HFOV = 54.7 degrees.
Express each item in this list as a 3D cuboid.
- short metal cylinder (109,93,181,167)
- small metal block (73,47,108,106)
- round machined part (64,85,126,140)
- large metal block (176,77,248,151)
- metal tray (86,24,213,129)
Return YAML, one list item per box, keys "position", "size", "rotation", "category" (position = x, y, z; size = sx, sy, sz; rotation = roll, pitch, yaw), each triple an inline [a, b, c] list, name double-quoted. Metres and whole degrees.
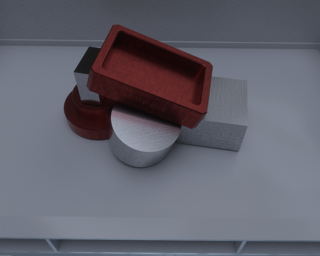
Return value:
- position: [-0.020, 0.001, 0.371]
  size: [0.081, 0.050, 0.080]
  rotation: [6, 63, -11]
  category: "short metal cylinder"
- position: [-0.081, -0.064, 0.385]
  size: [0.025, 0.050, 0.050]
  rotation: [10, 51, 8]
  category: "small metal block"
- position: [-0.081, -0.035, 0.420]
  size: [0.099, 0.042, 0.098]
  rotation: [0, 50, 0]
  category: "round machined part"
- position: [0.068, -0.022, 0.404]
  size: [0.080, 0.050, 0.080]
  rotation: [8, 50, 6]
  category: "large metal block"
- position: [-0.007, -0.061, 0.359]
  size: [0.131, 0.030, 0.090]
  rotation: [20, 50, -8]
  category: "metal tray"
